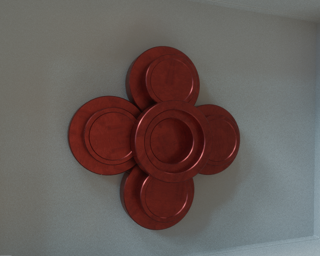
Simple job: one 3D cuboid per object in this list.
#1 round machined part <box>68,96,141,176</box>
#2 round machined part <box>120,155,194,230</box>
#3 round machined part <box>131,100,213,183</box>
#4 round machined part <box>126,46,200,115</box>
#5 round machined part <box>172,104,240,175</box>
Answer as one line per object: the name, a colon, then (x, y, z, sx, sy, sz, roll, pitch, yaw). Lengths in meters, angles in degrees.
round machined part: (-0.060, 0.009, 0.377, 0.099, 0.042, 0.097, 0, 90, -20)
round machined part: (0.001, 0.083, 0.400, 0.099, 0.042, 0.097, 1, 88, -21)
round machined part: (0.011, 0.016, 0.381, 0.099, 0.042, 0.097, 0, 90, -20)
round machined part: (0.008, -0.058, 0.401, 0.099, 0.042, 0.097, 0, 90, -20)
round machined part: (0.069, 0.016, 0.424, 0.099, 0.042, 0.097, 0, 90, -20)
